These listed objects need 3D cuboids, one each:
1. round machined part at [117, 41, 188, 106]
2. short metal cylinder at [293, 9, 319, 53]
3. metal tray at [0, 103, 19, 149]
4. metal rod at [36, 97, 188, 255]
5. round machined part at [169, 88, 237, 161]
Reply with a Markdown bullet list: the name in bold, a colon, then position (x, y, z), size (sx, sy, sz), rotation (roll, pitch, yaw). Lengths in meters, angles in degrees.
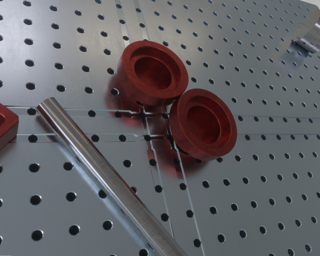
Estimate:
- **round machined part**: position (-0.013, -0.071, 0.434), size (0.099, 0.042, 0.098), rotation (14, 56, -21)
- **short metal cylinder**: position (0.346, -0.214, 0.691), size (0.050, 0.080, 0.080), rotation (31, 52, -8)
- **metal tray**: position (-0.218, -0.012, 0.294), size (0.130, 0.030, 0.090), rotation (36, 51, -4)
- **metal rod**: position (-0.032, 0.085, 0.338), size (0.300, 0.025, 0.025), rotation (49, 51, 6)
- **round machined part**: position (0.054, -0.001, 0.423), size (0.099, 0.042, 0.098), rotation (15, 60, -27)
